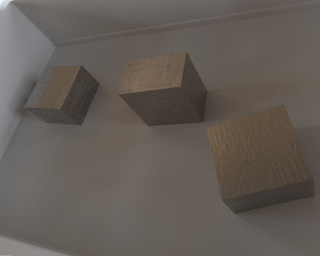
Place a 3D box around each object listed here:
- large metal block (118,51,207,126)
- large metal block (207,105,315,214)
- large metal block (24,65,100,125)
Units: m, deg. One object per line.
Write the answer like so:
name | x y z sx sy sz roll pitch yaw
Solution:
large metal block | 0.007 -0.045 0.393 0.080 0.080 0.050 -4 60 26
large metal block | 0.101 0.033 0.316 0.080 0.050 0.080 -18 55 17
large metal block | -0.157 -0.053 0.502 0.080 0.050 0.080 4 64 29
